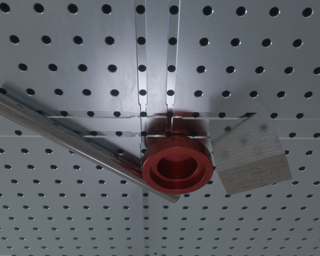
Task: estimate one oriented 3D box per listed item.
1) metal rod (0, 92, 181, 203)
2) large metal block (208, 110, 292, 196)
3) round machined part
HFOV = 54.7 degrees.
[{"bbox_3d":[-0.090,0.038,0.442,0.301,0.025,0.025,32,123,-25],"label":"metal rod"},{"bbox_3d":[0.114,0.031,0.403,0.080,0.080,0.050,-19,128,15],"label":"large metal block"},{"bbox_3d":[0.024,0.048,0.441,0.099,0.042,0.097,0,130,0],"label":"round machined part"}]
